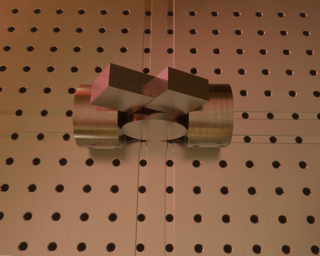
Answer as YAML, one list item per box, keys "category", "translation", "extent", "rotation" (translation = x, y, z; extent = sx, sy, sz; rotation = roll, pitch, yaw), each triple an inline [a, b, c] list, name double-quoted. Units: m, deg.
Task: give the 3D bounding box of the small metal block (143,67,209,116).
- category: "small metal block"
  translation: [0.017, -0.037, 0.330]
  extent: [0.050, 0.050, 0.025]
  rotation: [12, 67, -29]

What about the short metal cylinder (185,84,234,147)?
- category: "short metal cylinder"
  translation: [0.059, -0.015, 0.388]
  extent: [0.050, 0.080, 0.080]
  rotation: [0, 70, 1]

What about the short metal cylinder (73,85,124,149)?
- category: "short metal cylinder"
  translation: [-0.072, -0.014, 0.386]
  extent: [0.050, 0.080, 0.080]
  rotation: [1, 70, 1]

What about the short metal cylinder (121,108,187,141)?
- category: "short metal cylinder"
  translation: [-0.007, -0.019, 0.389]
  extent: [0.081, 0.080, 0.050]
  rotation: [1, 70, 0]

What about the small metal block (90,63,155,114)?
- category: "small metal block"
  translation: [-0.040, -0.040, 0.326]
  extent: [0.050, 0.050, 0.025]
  rotation: [12, 67, -29]
